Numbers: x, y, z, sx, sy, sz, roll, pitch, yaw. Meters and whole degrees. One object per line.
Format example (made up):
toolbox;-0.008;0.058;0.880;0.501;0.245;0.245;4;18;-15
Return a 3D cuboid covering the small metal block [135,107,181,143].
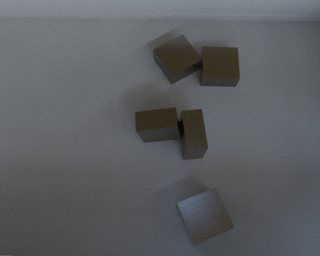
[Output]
small metal block;-0.001;-0.003;0.394;0.050;0.050;0.025;-6;70;6

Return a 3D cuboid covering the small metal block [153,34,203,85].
small metal block;0.025;-0.099;0.446;0.050;0.025;0.050;-30;73;-10

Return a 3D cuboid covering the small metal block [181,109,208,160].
small metal block;0.041;0.009;0.393;0.025;0.050;0.050;-6;70;-2

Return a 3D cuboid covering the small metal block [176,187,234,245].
small metal block;0.053;0.106;0.371;0.050;0.025;0.050;-21;71;-8

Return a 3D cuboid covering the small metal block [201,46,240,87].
small metal block;0.085;-0.087;0.442;0.050;0.025;0.050;2;70;0
